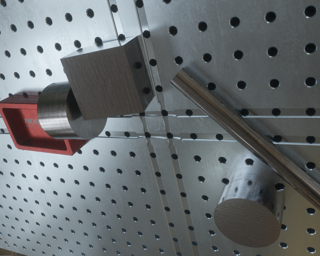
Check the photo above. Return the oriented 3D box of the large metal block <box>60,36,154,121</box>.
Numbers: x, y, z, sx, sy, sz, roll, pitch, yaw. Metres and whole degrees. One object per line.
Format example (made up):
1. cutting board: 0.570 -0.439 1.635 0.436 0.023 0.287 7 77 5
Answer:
1. large metal block: -0.061 -0.060 0.379 0.080 0.050 0.080 -7 116 19

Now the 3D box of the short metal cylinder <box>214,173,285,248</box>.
1. short metal cylinder: 0.115 0.106 0.399 0.080 0.050 0.079 13 124 20

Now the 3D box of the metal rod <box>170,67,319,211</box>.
1. metal rod: 0.134 0.036 0.362 0.300 0.025 0.025 40 129 0

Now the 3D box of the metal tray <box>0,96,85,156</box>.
1. metal tray: -0.194 -0.005 0.503 0.130 0.030 0.089 3 120 26

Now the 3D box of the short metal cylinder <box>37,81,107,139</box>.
1. short metal cylinder: -0.116 -0.024 0.420 0.050 0.080 0.080 -2 118 29
